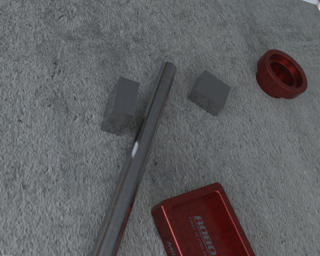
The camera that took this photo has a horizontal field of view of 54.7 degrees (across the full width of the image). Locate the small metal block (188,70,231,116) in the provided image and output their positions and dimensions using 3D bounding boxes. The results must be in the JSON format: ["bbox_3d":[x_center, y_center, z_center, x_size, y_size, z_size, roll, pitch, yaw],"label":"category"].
[{"bbox_3d":[0.077,-0.054,0.481,0.050,0.025,0.050,32,51,-8],"label":"small metal block"}]

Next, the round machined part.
[{"bbox_3d":[0.218,-0.093,0.570,0.099,0.042,0.098,14,56,-21],"label":"round machined part"}]

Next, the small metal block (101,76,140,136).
[{"bbox_3d":[-0.049,-0.026,0.378,0.025,0.050,0.050,18,55,-18],"label":"small metal block"}]

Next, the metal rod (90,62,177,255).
[{"bbox_3d":[-0.023,0.025,0.377,0.025,0.025,0.300,27,52,-12],"label":"metal rod"}]

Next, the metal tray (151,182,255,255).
[{"bbox_3d":[0.055,0.135,0.349,0.091,0.030,0.130,-11,67,-33],"label":"metal tray"}]
